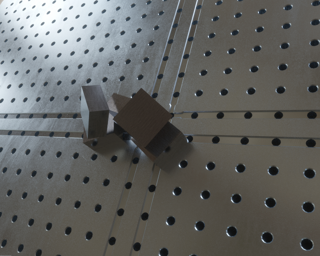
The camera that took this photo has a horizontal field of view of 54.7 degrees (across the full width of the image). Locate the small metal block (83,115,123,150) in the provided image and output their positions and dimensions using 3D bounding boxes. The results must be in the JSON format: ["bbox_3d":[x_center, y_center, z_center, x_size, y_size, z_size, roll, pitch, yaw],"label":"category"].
[{"bbox_3d":[-0.082,-0.001,0.451,0.050,0.025,0.050,-18,55,17],"label":"small metal block"}]

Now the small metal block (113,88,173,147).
[{"bbox_3d":[-0.022,-0.012,0.376,0.050,0.025,0.050,42,83,-6],"label":"small metal block"}]

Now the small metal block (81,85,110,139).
[{"bbox_3d":[-0.088,-0.022,0.414,0.025,0.050,0.050,-7,49,-22],"label":"small metal block"}]

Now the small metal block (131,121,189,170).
[{"bbox_3d":[0.000,0.016,0.398,0.050,0.025,0.050,-46,51,-4],"label":"small metal block"}]

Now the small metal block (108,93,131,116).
[{"bbox_3d":[-0.039,-0.019,0.423,0.050,0.050,0.025,20,73,35],"label":"small metal block"}]
